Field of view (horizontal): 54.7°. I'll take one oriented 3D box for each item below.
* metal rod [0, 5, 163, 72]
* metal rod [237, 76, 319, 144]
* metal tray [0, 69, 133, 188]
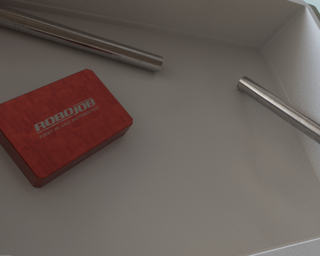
[{"bbox_3d":[-0.138,-0.126,0.408,0.302,0.025,0.025,13,57,-22],"label":"metal rod"},{"bbox_3d":[0.235,0.008,0.457,0.025,0.025,0.300,-21,50,-36],"label":"metal rod"},{"bbox_3d":[-0.107,-0.006,0.349,0.131,0.030,0.090,-35,81,-39],"label":"metal tray"}]
